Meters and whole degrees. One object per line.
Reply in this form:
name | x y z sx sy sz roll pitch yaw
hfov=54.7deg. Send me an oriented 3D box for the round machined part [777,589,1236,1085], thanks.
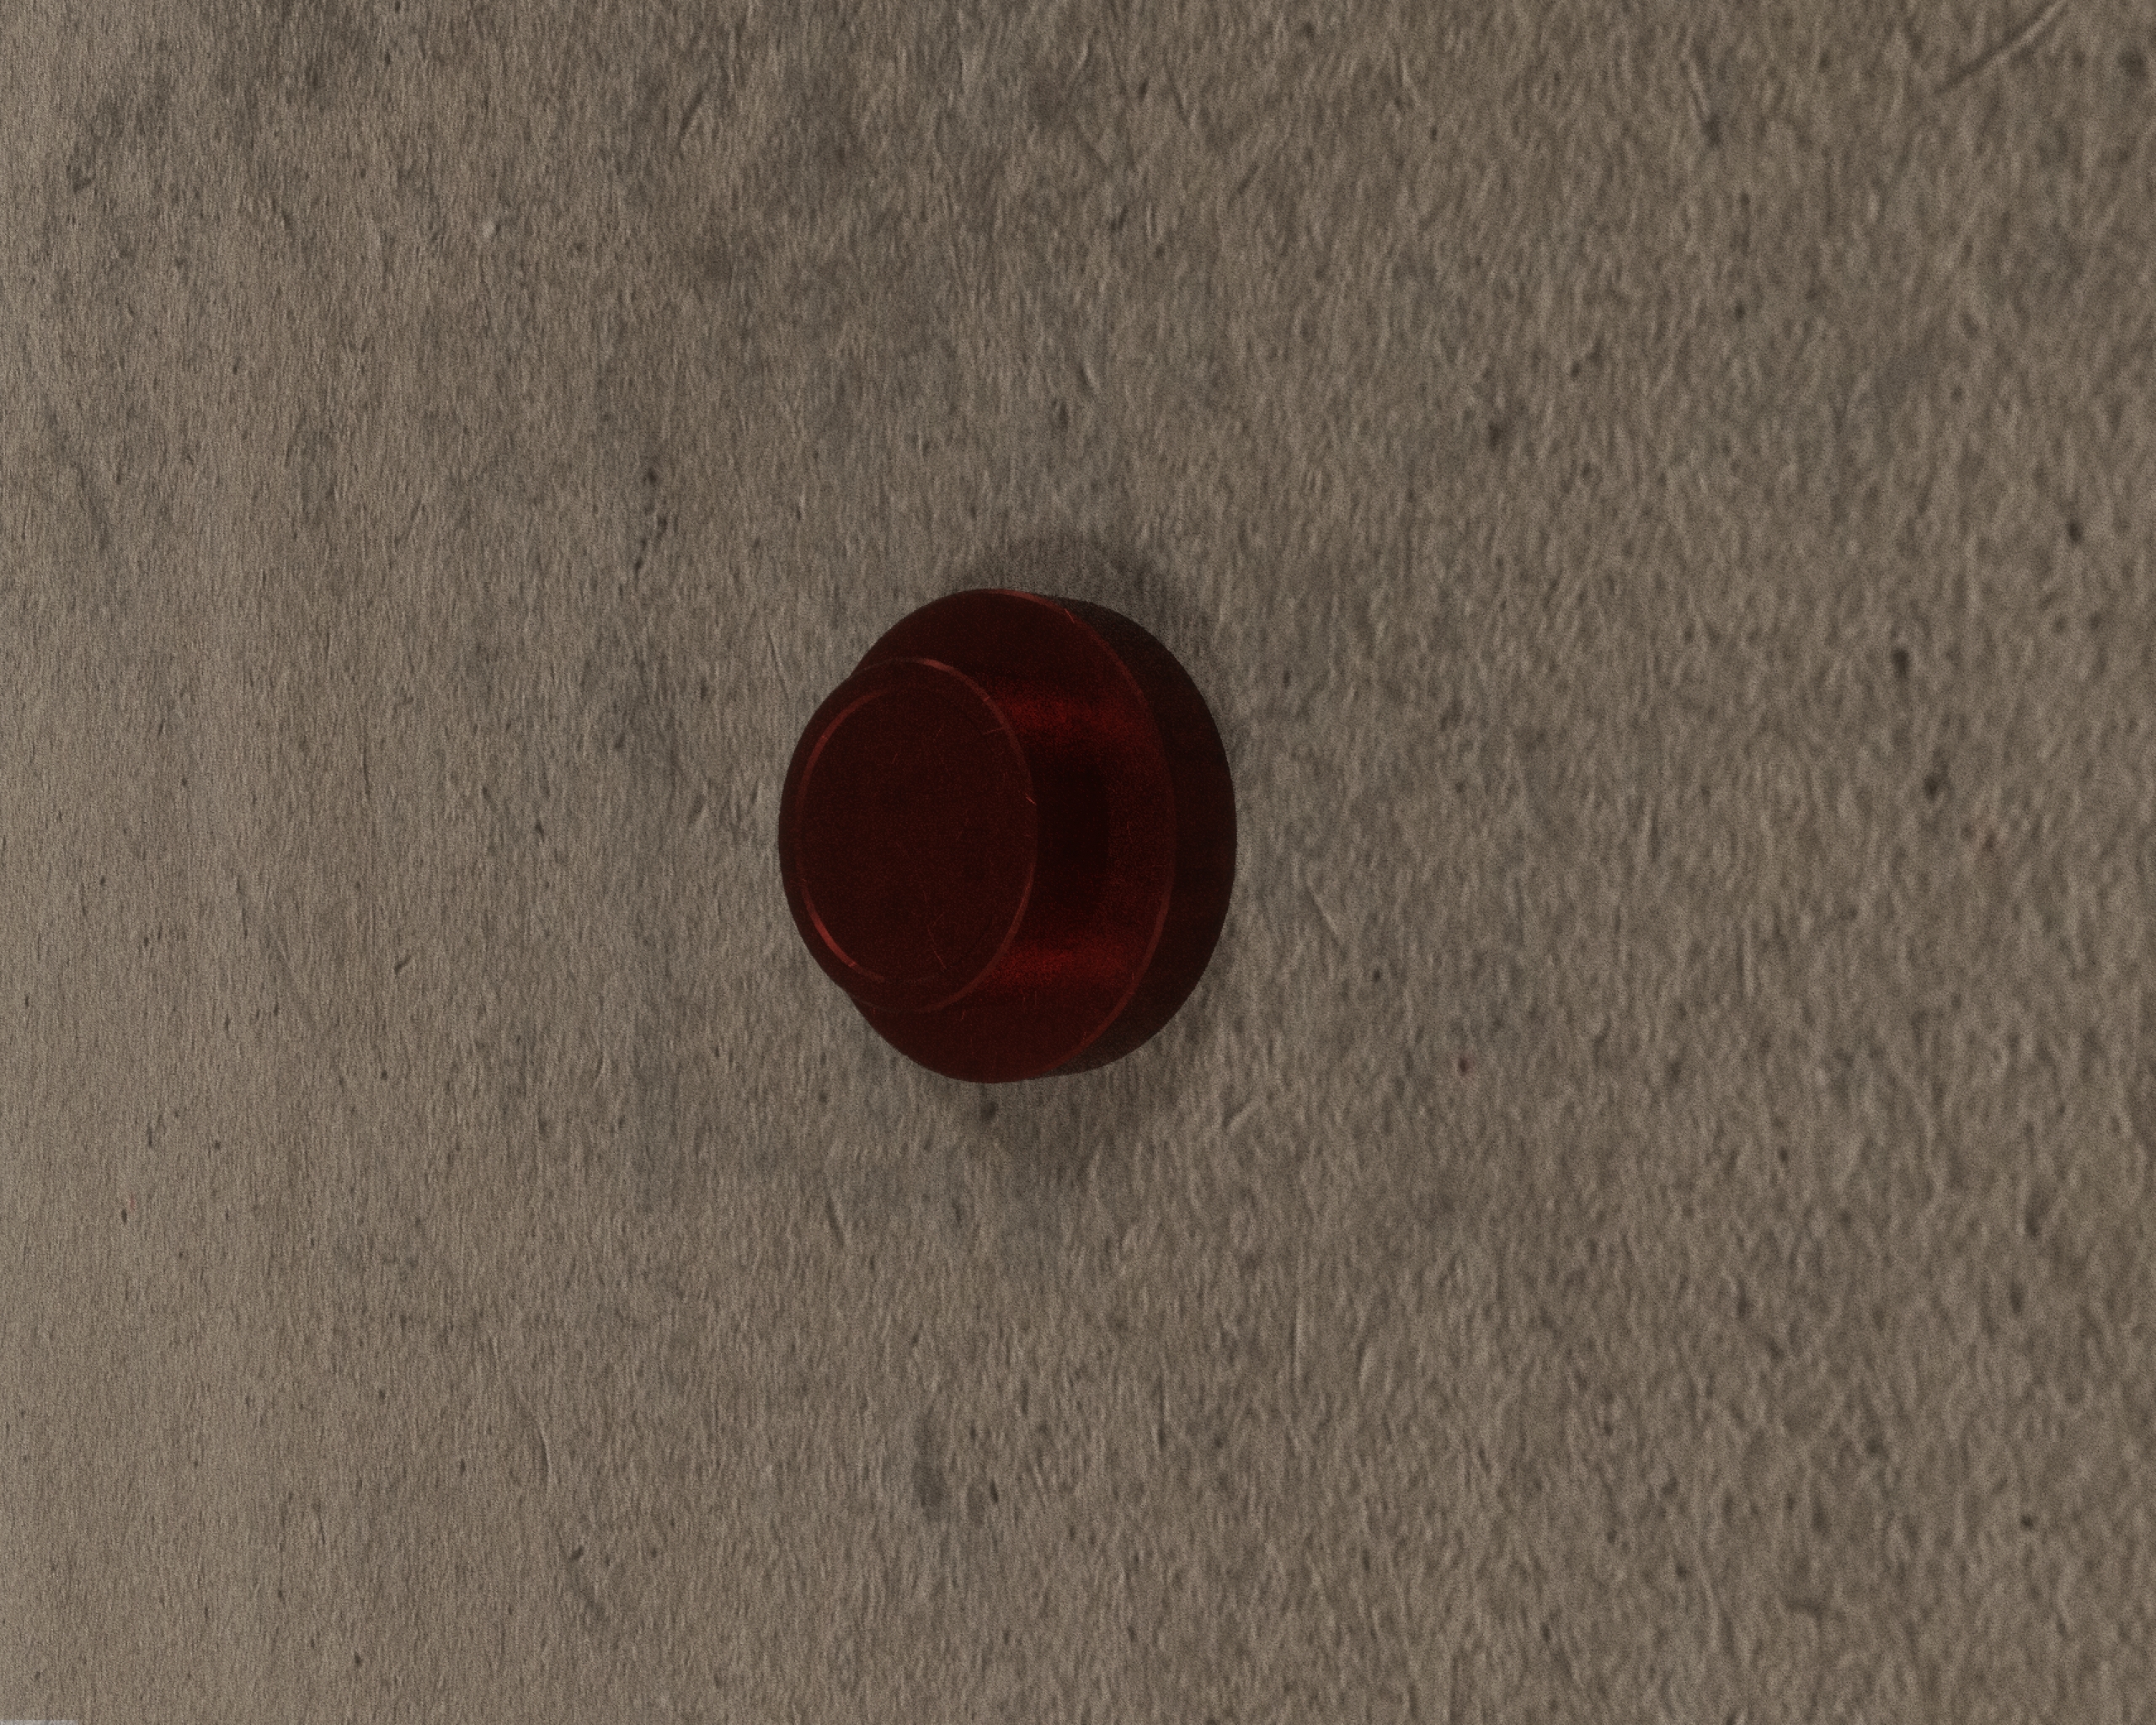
round machined part | -0.021 -0.005 0.410 0.098 0.042 0.097 0 90 39
